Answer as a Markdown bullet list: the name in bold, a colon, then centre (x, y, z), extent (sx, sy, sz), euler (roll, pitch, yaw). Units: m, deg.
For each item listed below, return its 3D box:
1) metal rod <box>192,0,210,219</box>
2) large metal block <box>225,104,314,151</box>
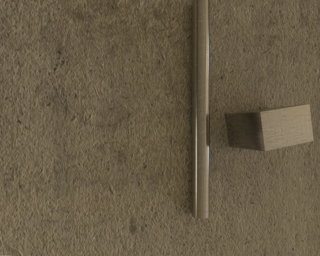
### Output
- **metal rod**: centre (0.057, -0.027, 0.431), extent (0.025, 0.025, 0.298), euler (0, 90, -20)
- **large metal block**: centre (0.152, -0.002, 0.438), extent (0.081, 0.080, 0.050), euler (-9, 93, -20)
